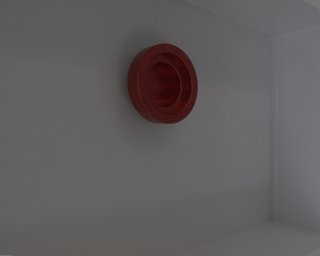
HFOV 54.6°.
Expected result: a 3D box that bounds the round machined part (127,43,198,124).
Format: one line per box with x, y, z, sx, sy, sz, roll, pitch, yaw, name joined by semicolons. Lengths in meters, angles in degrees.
-0.001;-0.054;0.394;0.099;0.042;0.097;0;90;-40;round machined part
